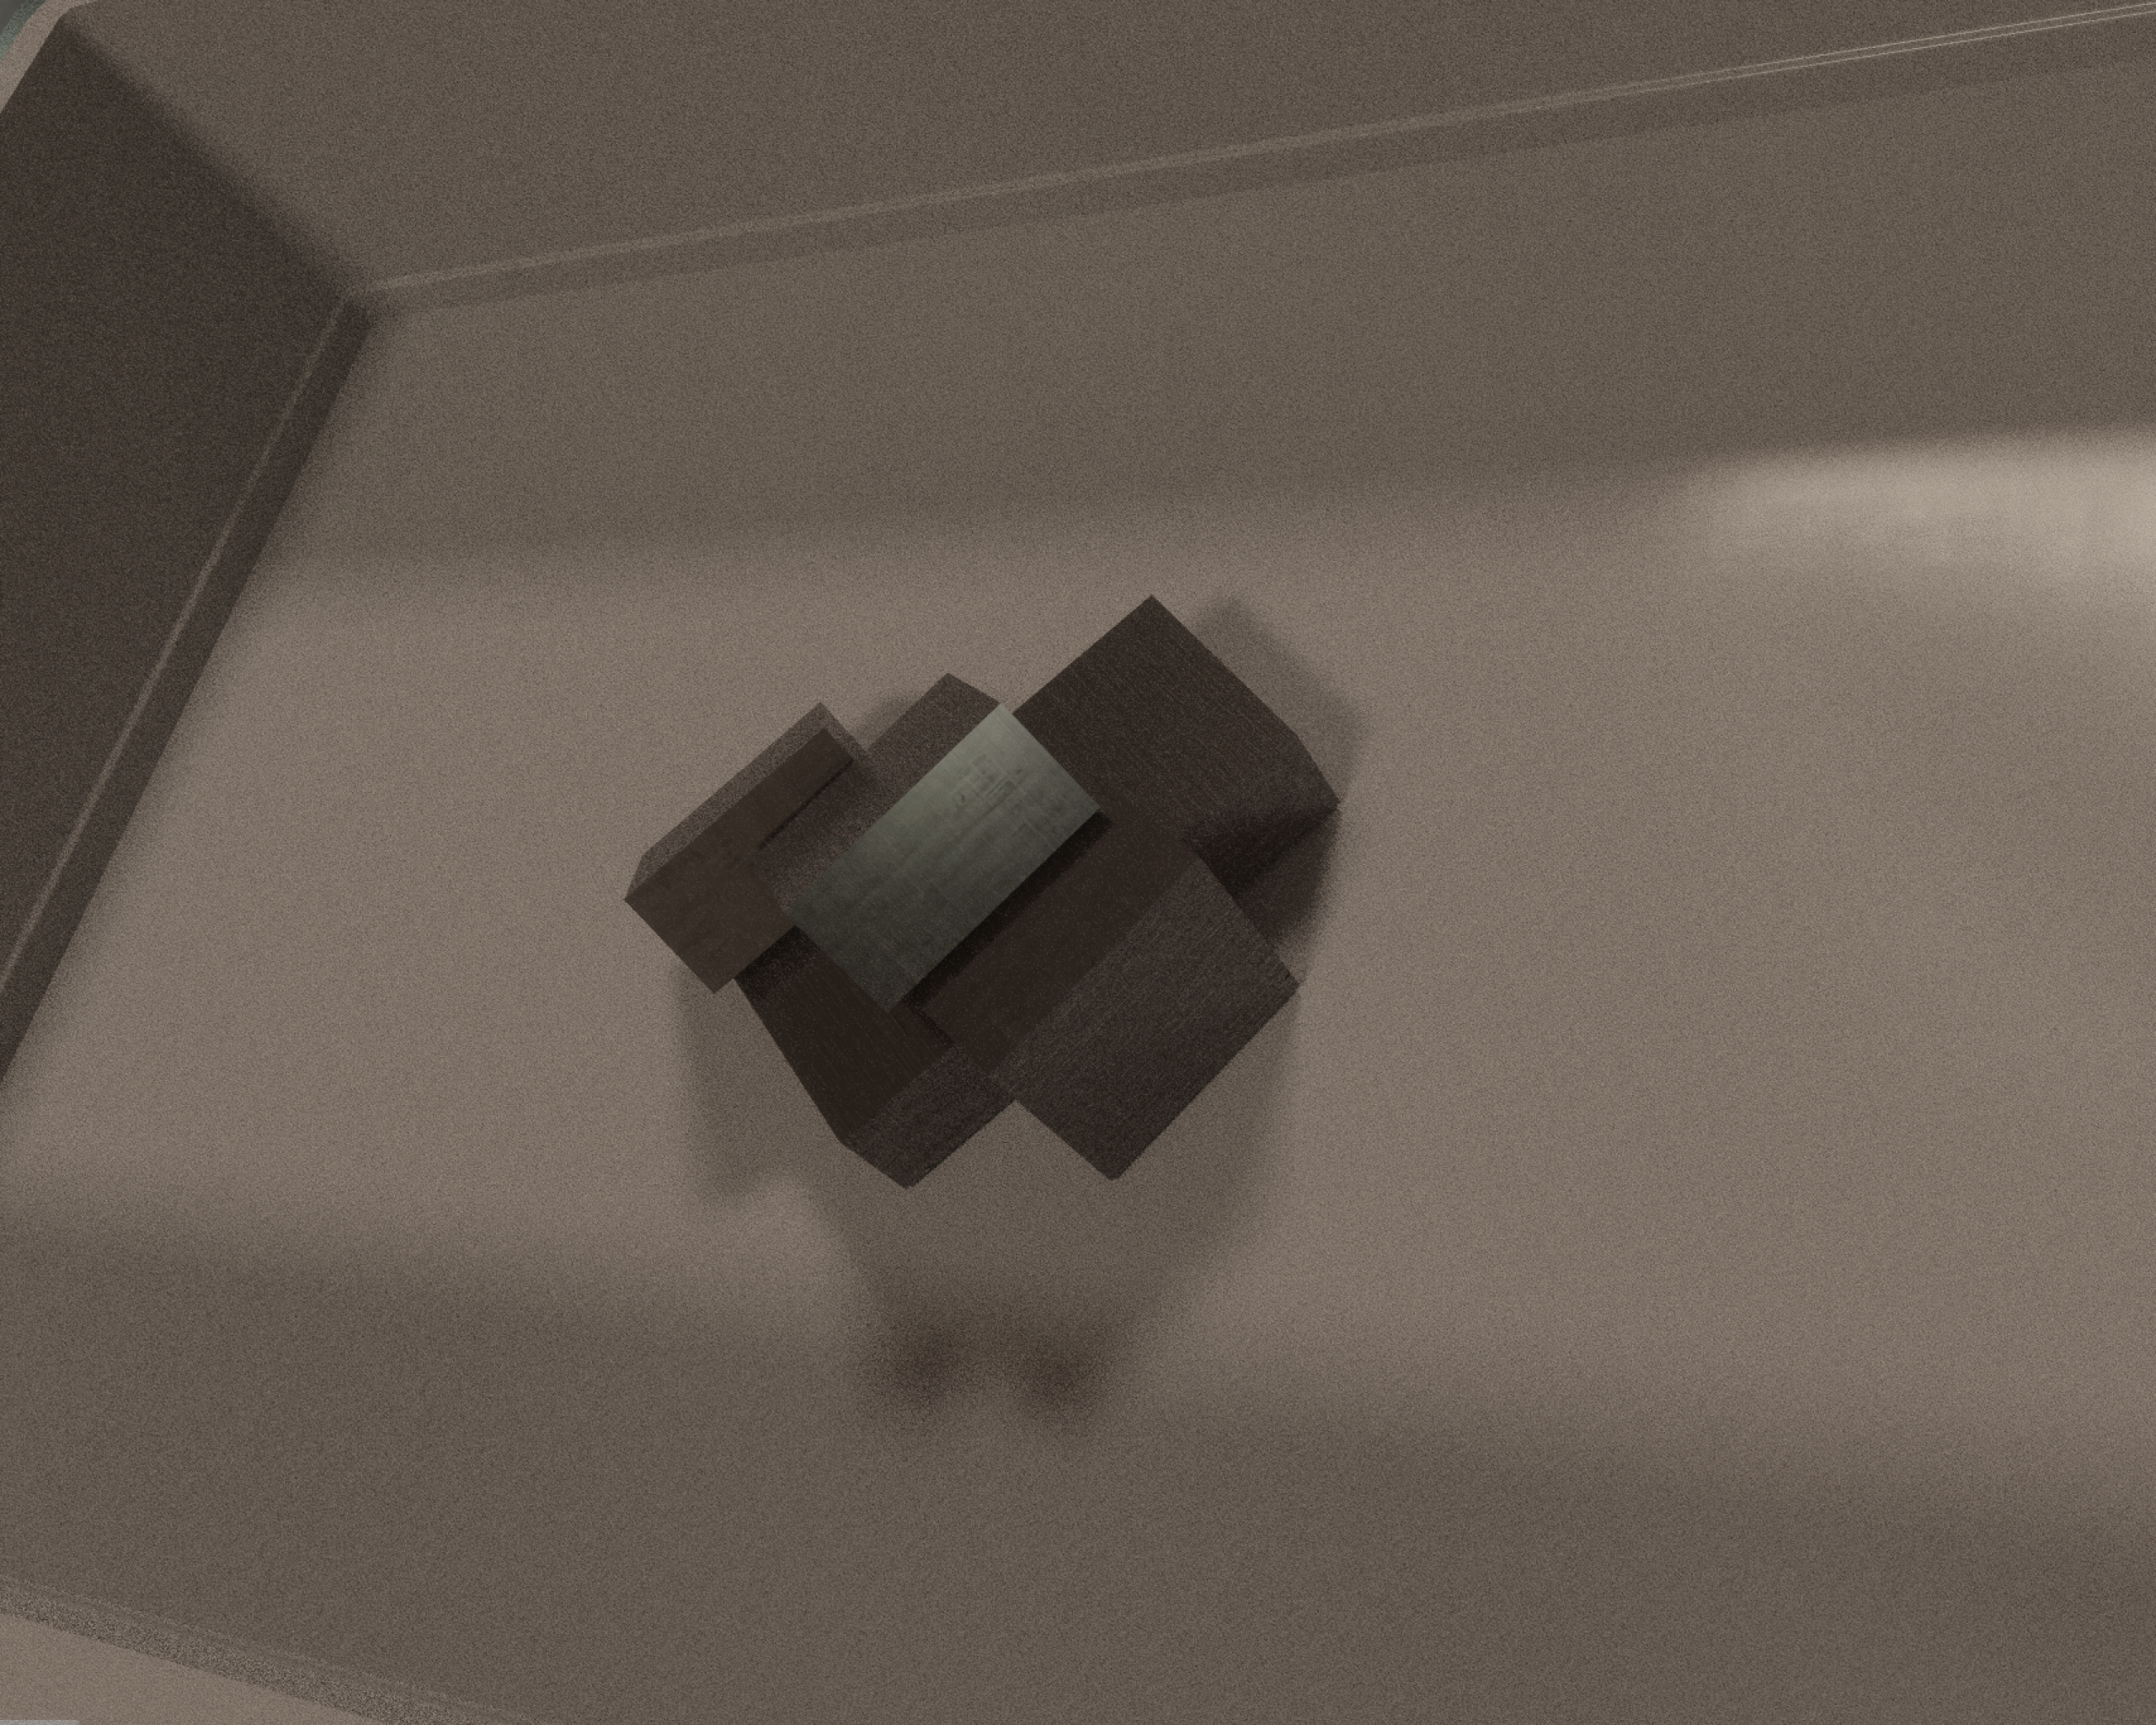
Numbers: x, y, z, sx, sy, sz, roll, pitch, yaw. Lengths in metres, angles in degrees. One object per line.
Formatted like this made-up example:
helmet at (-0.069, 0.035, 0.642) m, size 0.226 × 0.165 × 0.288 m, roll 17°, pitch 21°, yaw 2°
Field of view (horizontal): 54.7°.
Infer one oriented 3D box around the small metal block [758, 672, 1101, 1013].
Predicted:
small metal block at (-0.028, -0.005, 0.373) m, size 0.050 × 0.025 × 0.050 m, roll -44°, pitch 18°, yaw -3°

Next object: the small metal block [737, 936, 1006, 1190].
small metal block at (-0.032, 0.026, 0.403) m, size 0.050 × 0.025 × 0.050 m, roll -41°, pitch 51°, yaw 0°

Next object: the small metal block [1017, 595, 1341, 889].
small metal block at (0.013, -0.016, 0.405) m, size 0.050 × 0.025 × 0.050 m, roll -41°, pitch 51°, yaw 0°

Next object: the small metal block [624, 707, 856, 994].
small metal block at (-0.062, -0.004, 0.422) m, size 0.050 × 0.025 × 0.050 m, roll -41°, pitch 13°, yaw 0°

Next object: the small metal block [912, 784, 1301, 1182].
small metal block at (0.006, 0.022, 0.370) m, size 0.050 × 0.050 × 0.025 m, roll -46°, pitch 51°, yaw -4°
